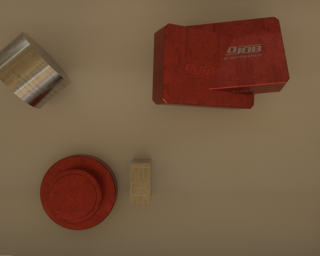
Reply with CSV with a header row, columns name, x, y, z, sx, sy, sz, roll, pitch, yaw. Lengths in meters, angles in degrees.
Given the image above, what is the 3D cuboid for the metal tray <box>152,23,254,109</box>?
name,x,y,z,sx,sy,sz,roll,pitch,yaw
metal tray,0.057,-0.071,0.384,0.131,0.030,0.089,2,90,-25

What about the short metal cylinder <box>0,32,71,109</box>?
name,x,y,z,sx,sy,sz,roll,pitch,yaw
short metal cylinder,-0.157,-0.070,0.382,0.050,0.080,0.080,-41,91,0

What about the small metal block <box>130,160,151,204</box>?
name,x,y,z,sx,sy,sz,roll,pitch,yaw
small metal block,-0.024,0.067,0.399,0.025,0.050,0.050,0,90,0

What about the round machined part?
name,x,y,z,sx,sy,sz,roll,pitch,yaw
round machined part,-0.107,0.085,0.402,0.099,0.042,0.097,0,90,-1

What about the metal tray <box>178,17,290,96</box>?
name,x,y,z,sx,sy,sz,roll,pitch,yaw
metal tray,0.086,-0.087,0.392,0.131,0.030,0.090,-5,74,5
